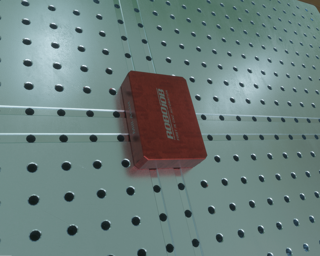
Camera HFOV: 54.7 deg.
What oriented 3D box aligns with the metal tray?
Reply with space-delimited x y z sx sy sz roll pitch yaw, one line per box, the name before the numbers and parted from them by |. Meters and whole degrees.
metal tray | 0.004 -0.012 0.415 0.091 0.030 0.130 2 61 -28
